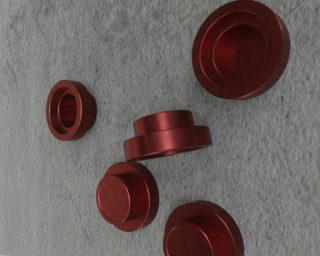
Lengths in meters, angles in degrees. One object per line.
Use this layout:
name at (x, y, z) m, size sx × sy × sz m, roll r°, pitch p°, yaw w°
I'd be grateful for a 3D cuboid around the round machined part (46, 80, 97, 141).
round machined part at (-0.141, -0.028, 0.507) m, size 0.098 × 0.042 × 0.097 m, roll 0°, pitch 90°, yaw 39°

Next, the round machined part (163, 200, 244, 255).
round machined part at (0.042, 0.136, 0.357) m, size 0.098 × 0.042 × 0.097 m, roll 0°, pitch 90°, yaw 39°

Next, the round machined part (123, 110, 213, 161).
round machined part at (0.007, 0.008, 0.350) m, size 0.098 × 0.099 × 0.042 m, roll -17°, pitch 79°, yaw 38°

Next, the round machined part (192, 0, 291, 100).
round machined part at (0.086, -0.077, 0.322) m, size 0.098 × 0.042 × 0.097 m, roll 0°, pitch 90°, yaw 39°

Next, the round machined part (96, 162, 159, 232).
round machined part at (-0.052, 0.097, 0.434) m, size 0.098 × 0.042 × 0.097 m, roll 0°, pitch 90°, yaw 39°
